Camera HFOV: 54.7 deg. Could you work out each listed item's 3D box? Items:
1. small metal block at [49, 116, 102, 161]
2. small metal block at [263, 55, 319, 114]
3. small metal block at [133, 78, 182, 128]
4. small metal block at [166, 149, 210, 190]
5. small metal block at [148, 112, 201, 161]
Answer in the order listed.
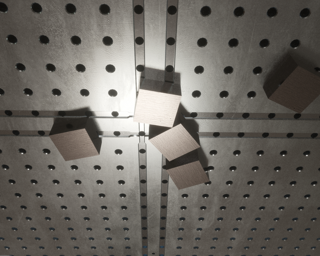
[{"bbox_3d":[-0.114,0.015,0.423,0.050,0.025,0.050,-11,130,9],"label":"small metal block"},{"bbox_3d":[0.162,-0.051,0.371,0.050,0.025,0.050,21,127,-18],"label":"small metal block"},{"bbox_3d":[-0.004,-0.031,0.386,0.050,0.025,0.050,9,130,-8],"label":"small metal block"},{"bbox_3d":[0.042,0.063,0.466,0.050,0.025,0.050,-19,128,15],"label":"small metal block"},{"bbox_3d":[0.020,0.013,0.423,0.050,0.025,0.050,-28,125,21],"label":"small metal block"}]
